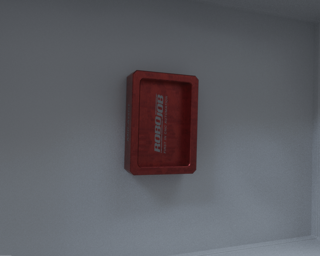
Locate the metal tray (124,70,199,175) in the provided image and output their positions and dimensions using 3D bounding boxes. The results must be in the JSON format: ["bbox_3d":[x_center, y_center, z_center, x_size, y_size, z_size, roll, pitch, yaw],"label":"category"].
[{"bbox_3d":[0.002,-0.006,0.406,0.091,0.030,0.129,2,89,-21],"label":"metal tray"}]
